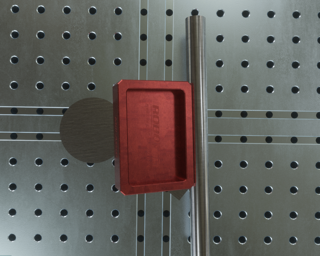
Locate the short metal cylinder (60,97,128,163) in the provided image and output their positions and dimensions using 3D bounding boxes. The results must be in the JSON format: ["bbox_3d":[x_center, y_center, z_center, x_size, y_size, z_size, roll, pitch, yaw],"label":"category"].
[{"bbox_3d":[-0.081,0.003,0.399,0.081,0.050,0.079,0,90,-1],"label":"short metal cylinder"}]

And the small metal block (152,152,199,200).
[{"bbox_3d":[0.021,0.059,0.413,0.050,0.025,0.050,39,90,-1],"label":"small metal block"}]

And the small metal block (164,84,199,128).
[{"bbox_3d":[0.031,-0.029,0.414,0.050,0.025,0.050,-15,90,-1],"label":"small metal block"}]

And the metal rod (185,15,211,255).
[{"bbox_3d":[0.048,0.012,0.389,0.025,0.025,0.298,-1,90,-1],"label":"metal rod"}]

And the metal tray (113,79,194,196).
[{"bbox_3d":[-0.008,0.010,0.371,0.091,0.030,0.129,-2,90,-20],"label":"metal tray"}]
